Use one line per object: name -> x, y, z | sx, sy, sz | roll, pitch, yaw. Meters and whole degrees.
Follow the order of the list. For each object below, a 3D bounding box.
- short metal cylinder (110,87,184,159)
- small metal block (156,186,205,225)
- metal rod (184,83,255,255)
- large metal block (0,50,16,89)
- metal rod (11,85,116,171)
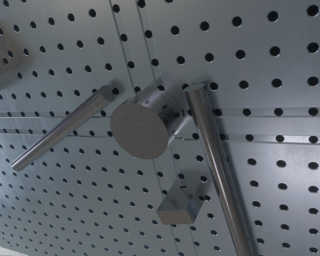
short metal cylinder -> -0.016, -0.007, 0.400 | 0.080, 0.050, 0.079 | 13, 124, 21
small metal block -> 0.030, 0.112, 0.449 | 0.050, 0.050, 0.025 | -13, 111, 33
metal rod -> 0.088, 0.083, 0.415 | 0.025, 0.025, 0.298 | -6, 116, 31
large metal block -> -0.289, -0.098, 0.487 | 0.080, 0.050, 0.080 | -31, 101, 38
metal rod -> -0.173, 0.013, 0.510 | 0.299, 0.025, 0.025 | -30, 102, 37
